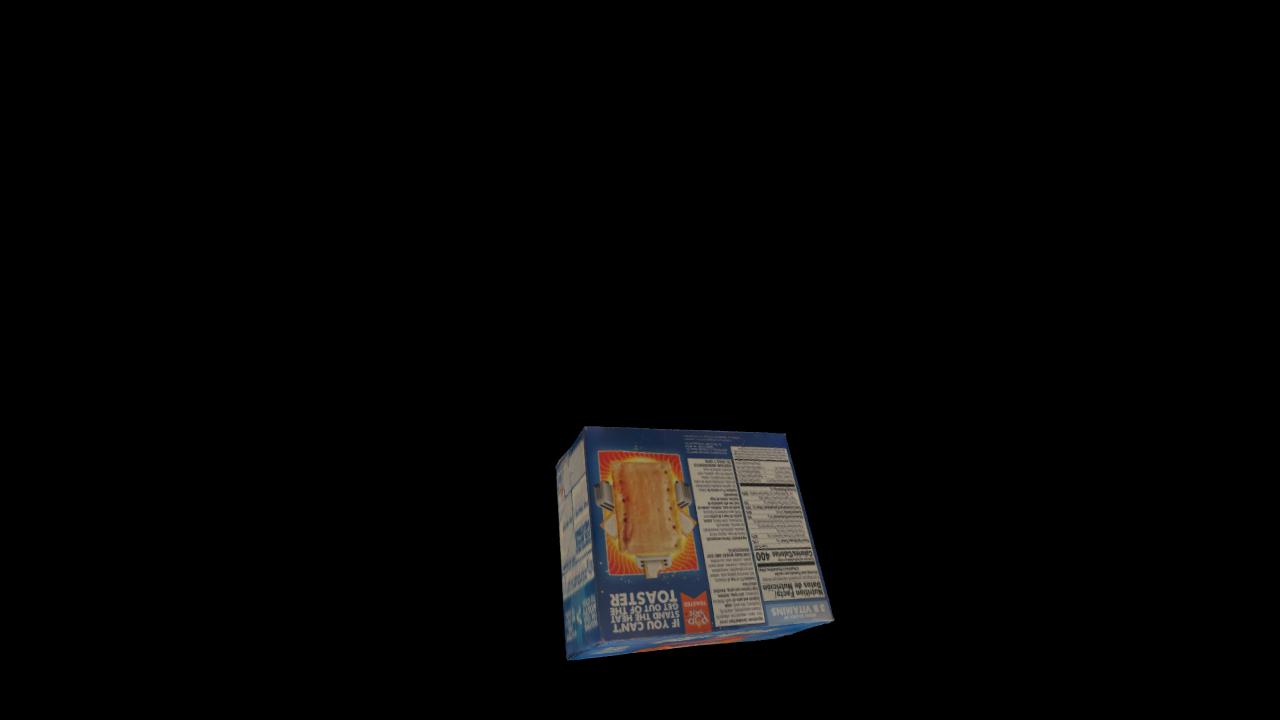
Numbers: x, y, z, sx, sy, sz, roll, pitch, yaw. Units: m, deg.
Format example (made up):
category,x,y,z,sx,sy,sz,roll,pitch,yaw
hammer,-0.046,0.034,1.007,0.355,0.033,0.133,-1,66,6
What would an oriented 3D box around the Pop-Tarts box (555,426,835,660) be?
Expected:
category,x,y,z,sx,sy,sz,roll,pitch,yaw
Pop-Tarts box,0.032,0.129,0.447,0.167,0.141,0.083,4,-32,-21
